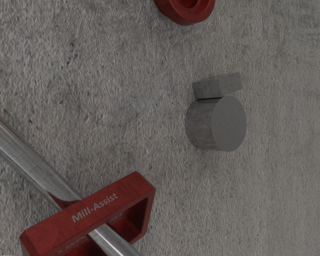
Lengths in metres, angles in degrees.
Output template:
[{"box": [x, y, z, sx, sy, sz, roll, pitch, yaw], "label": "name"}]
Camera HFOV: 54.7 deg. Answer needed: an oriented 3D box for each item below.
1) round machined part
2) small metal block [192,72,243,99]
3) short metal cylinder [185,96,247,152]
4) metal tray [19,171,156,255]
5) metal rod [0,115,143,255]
[{"box": [0.027, -0.186, 0.415, 0.099, 0.042, 0.097, 0, 90, -40], "label": "round machined part"}, {"box": [0.085, -0.063, 0.459, 0.050, 0.050, 0.025, -23, 105, -38], "label": "small metal block"}, {"box": [0.083, -0.006, 0.458, 0.081, 0.050, 0.080, 0, 90, -40], "label": "short metal cylinder"}, {"box": [-0.067, 0.108, 0.315, 0.131, 0.030, 0.089, -25, 140, -37], "label": "metal tray"}, {"box": [-0.074, 0.092, 0.313, 0.300, 0.025, 0.025, 51, 60, -18], "label": "metal rod"}]
